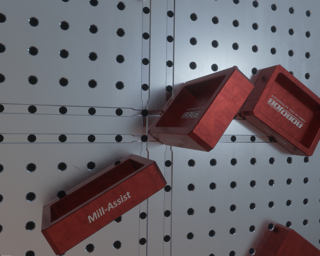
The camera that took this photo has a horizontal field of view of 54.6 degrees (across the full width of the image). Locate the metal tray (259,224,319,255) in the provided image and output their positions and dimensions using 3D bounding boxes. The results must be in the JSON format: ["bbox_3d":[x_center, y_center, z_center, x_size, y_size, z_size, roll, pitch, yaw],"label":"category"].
[{"bbox_3d":[0.217,0.225,0.490,0.130,0.030,0.090,38,78,-16],"label":"metal tray"}]

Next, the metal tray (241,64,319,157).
[{"bbox_3d":[0.199,-0.025,0.482,0.130,0.030,0.090,33,79,-17],"label":"metal tray"}]

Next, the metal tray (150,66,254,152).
[{"bbox_3d":[0.043,-0.020,0.372,0.030,0.130,0.090,39,78,-16],"label":"metal tray"}]

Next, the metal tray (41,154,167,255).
[{"bbox_3d":[-0.066,0.079,0.353,0.131,0.090,0.030,-30,100,-17],"label":"metal tray"}]
